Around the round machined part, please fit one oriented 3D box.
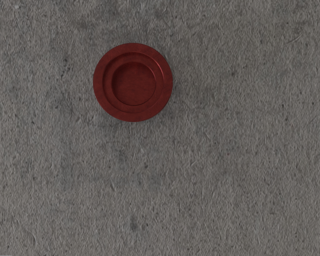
[{"bbox_3d":[-0.033,-0.056,0.401,0.099,0.042,0.097,0,90,0],"label":"round machined part"}]
